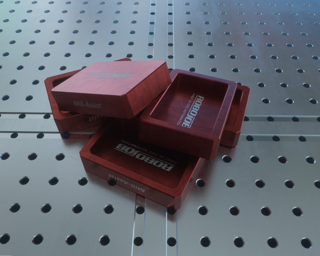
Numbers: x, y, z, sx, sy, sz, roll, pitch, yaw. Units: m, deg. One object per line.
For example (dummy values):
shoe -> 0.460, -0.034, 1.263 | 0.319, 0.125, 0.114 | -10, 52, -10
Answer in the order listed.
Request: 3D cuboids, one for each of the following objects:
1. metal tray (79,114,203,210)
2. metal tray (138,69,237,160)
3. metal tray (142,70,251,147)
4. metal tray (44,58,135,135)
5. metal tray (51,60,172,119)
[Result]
metal tray -> -0.018, 0.032, 0.378 | 0.130, 0.030, 0.090 | 21, 53, 16
metal tray -> 0.039, -0.024, 0.384 | 0.090, 0.030, 0.130 | 15, 40, 13
metal tray -> 0.051, -0.031, 0.430 | 0.130, 0.030, 0.090 | 14, 51, 13
metal tray -> -0.090, -0.050, 0.445 | 0.131, 0.030, 0.090 | -18, 52, -14
metal tray -> -0.063, -0.053, 0.396 | 0.130, 0.030, 0.090 | 8, 39, 35
